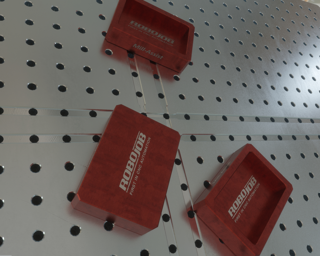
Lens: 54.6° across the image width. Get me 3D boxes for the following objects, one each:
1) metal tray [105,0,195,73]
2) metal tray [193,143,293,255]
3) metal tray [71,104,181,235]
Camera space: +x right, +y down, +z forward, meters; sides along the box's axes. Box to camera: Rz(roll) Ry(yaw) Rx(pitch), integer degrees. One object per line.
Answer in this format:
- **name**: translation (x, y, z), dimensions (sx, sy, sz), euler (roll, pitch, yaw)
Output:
- **metal tray**: translation (-0.011, -0.151, 0.490), dimensions (0.131, 0.030, 0.090), euler (21, 54, -16)
- **metal tray**: translation (0.114, 0.091, 0.409), dimensions (0.090, 0.030, 0.131), euler (46, 51, 4)
- **metal tray**: translation (-0.033, 0.044, 0.360), dimensions (0.090, 0.030, 0.130), euler (26, 53, -12)
